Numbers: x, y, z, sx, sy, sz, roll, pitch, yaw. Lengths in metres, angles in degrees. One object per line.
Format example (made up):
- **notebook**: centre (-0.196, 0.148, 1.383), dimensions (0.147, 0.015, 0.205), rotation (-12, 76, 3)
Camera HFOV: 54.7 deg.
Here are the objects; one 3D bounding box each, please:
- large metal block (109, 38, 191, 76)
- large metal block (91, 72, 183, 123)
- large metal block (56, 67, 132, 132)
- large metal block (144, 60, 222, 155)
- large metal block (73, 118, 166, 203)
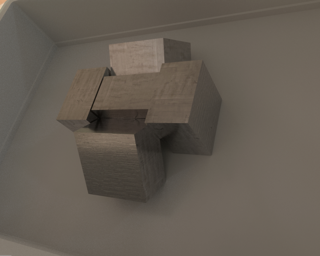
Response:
- **large metal block**: centre (-0.010, -0.089, 0.422), dimensions (0.080, 0.080, 0.050), rotation (2, 100, 29)
- **large metal block**: centre (-0.025, -0.025, 0.397), dimensions (0.080, 0.080, 0.050), rotation (1, 62, 28)
- **large metal block**: centre (-0.084, -0.027, 0.430), dimensions (0.050, 0.080, 0.080), rotation (1, 62, 29)
- **large metal block**: centre (0.032, -0.022, 0.366), dimensions (0.050, 0.080, 0.080), rotation (1, 62, 29)
- **large metal block**: centre (-0.045, 0.034, 0.363), dimensions (0.080, 0.079, 0.050), rotation (1, 21, 27)
